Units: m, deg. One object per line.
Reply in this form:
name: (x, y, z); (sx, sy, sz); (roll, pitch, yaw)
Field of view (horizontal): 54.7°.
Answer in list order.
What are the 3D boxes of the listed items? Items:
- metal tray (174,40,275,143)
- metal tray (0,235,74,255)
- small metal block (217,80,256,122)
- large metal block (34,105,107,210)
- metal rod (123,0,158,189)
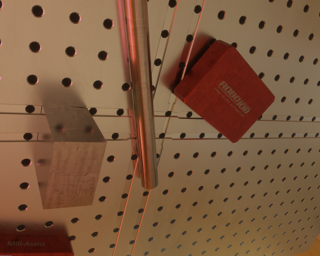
metal tray: (0.092, -0.045, 0.423); (0.130, 0.030, 0.090); (35, 99, -39)
metal tray: (-0.196, 0.190, 0.419); (0.131, 0.030, 0.089); (16, 110, -35)
small metal block: (0.106, -0.045, 0.443); (0.050, 0.025, 0.050); (-45, 130, 3)
large metal block: (-0.102, 0.029, 0.339); (0.050, 0.080, 0.079); (3, 117, -30)
metal rod: (-0.021, -0.044, 0.373); (0.025, 0.025, 0.298); (-16, 125, -20)
